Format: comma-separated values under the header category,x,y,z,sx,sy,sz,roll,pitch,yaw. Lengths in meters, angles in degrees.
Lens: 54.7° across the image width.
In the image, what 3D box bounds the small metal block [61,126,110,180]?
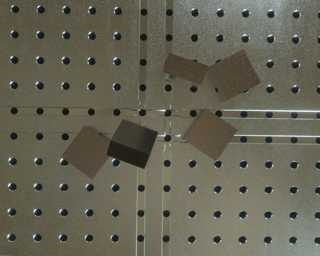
category,x,y,z,sx,sy,sz,roll,pitch,yaw
small metal block,-0.093,0.032,0.412,0.050,0.025,0.050,37,90,-1

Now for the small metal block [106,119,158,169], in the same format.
category,x,y,z,sx,sy,sz,roll,pitch,yaw
small metal block,-0.034,0.020,0.398,0.050,0.050,0.025,21,124,-1

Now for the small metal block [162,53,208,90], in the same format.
category,x,y,z,sx,sy,sz,roll,pitch,yaw
small metal block,0.031,-0.072,0.401,0.050,0.050,0.025,18,90,-1

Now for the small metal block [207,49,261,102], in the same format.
category,x,y,z,sx,sy,sz,roll,pitch,yaw
small metal block,0.098,-0.069,0.415,0.050,0.025,0.050,-27,90,-1

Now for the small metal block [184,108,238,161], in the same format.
category,x,y,z,sx,sy,sz,roll,pitch,yaw
small metal block,0.066,0.009,0.414,0.050,0.025,0.050,34,90,-1
